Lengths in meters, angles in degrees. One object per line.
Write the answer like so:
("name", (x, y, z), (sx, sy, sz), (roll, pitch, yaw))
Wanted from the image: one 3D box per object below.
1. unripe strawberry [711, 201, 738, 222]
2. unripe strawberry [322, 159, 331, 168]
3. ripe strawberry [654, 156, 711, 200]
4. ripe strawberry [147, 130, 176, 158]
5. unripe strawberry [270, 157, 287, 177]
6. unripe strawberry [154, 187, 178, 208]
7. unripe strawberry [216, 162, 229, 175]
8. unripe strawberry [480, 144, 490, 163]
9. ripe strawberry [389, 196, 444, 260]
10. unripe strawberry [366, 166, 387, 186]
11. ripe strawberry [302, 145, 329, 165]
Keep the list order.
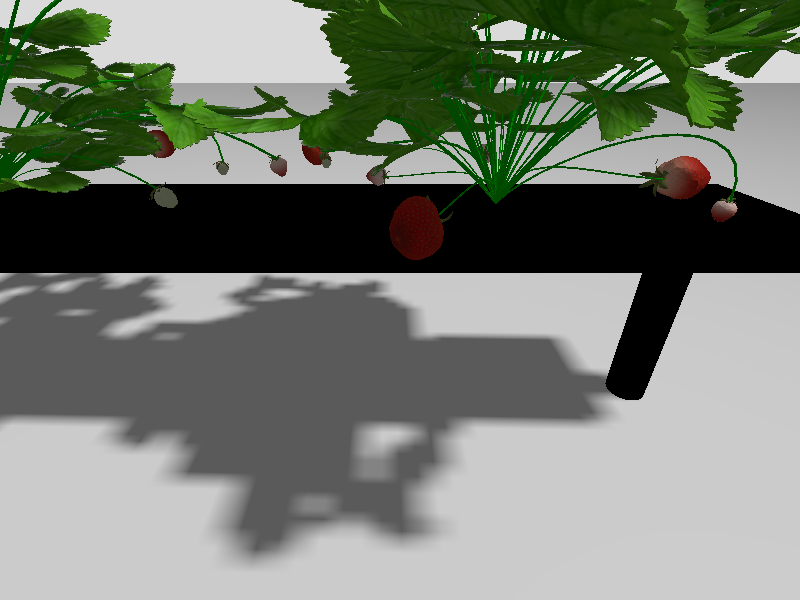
("unripe strawberry", (0.248, -0.068, 0.308), (0.016, 0.016, 0.015), (9, 31, 14))
("unripe strawberry", (-0.083, -0.153, 0.448), (0.010, 0.011, 0.011), (19, 35, 29))
("ripe strawberry", (0.252, -0.109, 0.356), (0.043, 0.037, 0.043), (-2, 30, -4))
("ripe strawberry", (-0.313, -0.206, 0.527), (0.038, 0.034, 0.035), (7, 30, 12))
("unripe strawberry", (-0.133, -0.147, 0.445), (0.019, 0.020, 0.018), (-30, 37, -10))
("unripe strawberry", (-0.198, -0.087, 0.340), (0.016, 0.018, 0.018), (-37, 21, 22))
("unripe strawberry", (-0.197, -0.145, 0.444), (0.013, 0.014, 0.015), (-18, 34, -28))
("unripe strawberry", (0.105, -0.183, 0.502), (0.022, 0.024, 0.024), (3, 16, 6))
("ripe strawberry", (0.008, -0.042, 0.241), (0.033, 0.038, 0.036), (18, 35, 28))
("unripe strawberry", (-0.024, -0.125, 0.403), (0.019, 0.019, 0.021), (15, 33, 26))
("ripe strawberry", (-0.104, -0.184, 0.489), (0.034, 0.036, 0.031), (23, 37, 35))
